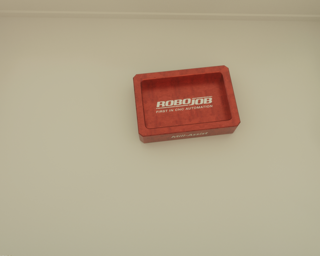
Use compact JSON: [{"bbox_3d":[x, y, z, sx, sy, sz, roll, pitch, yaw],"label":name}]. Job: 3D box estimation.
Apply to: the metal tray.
[{"bbox_3d":[0.033,-0.033,0.419,0.131,0.030,0.090,-6,70,-3],"label":"metal tray"}]
